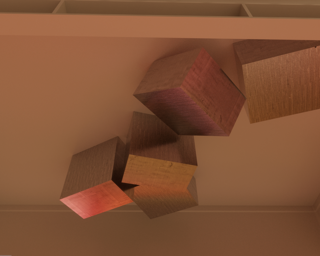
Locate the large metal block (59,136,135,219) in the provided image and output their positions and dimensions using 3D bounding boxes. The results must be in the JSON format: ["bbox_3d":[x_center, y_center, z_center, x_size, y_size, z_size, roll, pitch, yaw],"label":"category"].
[{"bbox_3d":[-0.082,0.068,0.430,0.080,0.080,0.050,-23,127,18],"label":"large metal block"}]

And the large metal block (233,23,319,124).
[{"bbox_3d":[0.131,-0.059,0.345,0.080,0.050,0.080,-13,129,10],"label":"large metal block"}]

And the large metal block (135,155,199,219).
[{"bbox_3d":[0.003,0.085,0.465,0.080,0.050,0.080,-21,127,16],"label":"large metal block"}]

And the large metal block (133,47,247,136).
[{"bbox_3d":[0.032,-0.034,0.339,0.080,0.050,0.080,41,156,-30],"label":"large metal block"}]

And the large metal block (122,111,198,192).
[{"bbox_3d":[-0.002,0.029,0.398,0.081,0.080,0.050,11,129,-10],"label":"large metal block"}]
